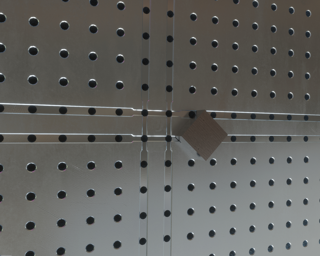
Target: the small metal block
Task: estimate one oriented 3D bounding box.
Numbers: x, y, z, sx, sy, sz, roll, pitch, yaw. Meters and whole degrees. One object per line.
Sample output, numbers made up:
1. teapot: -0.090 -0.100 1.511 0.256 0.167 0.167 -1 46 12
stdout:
1. small metal block: 0.058 0.010 0.434 0.050 0.025 0.050 46 76 -14
